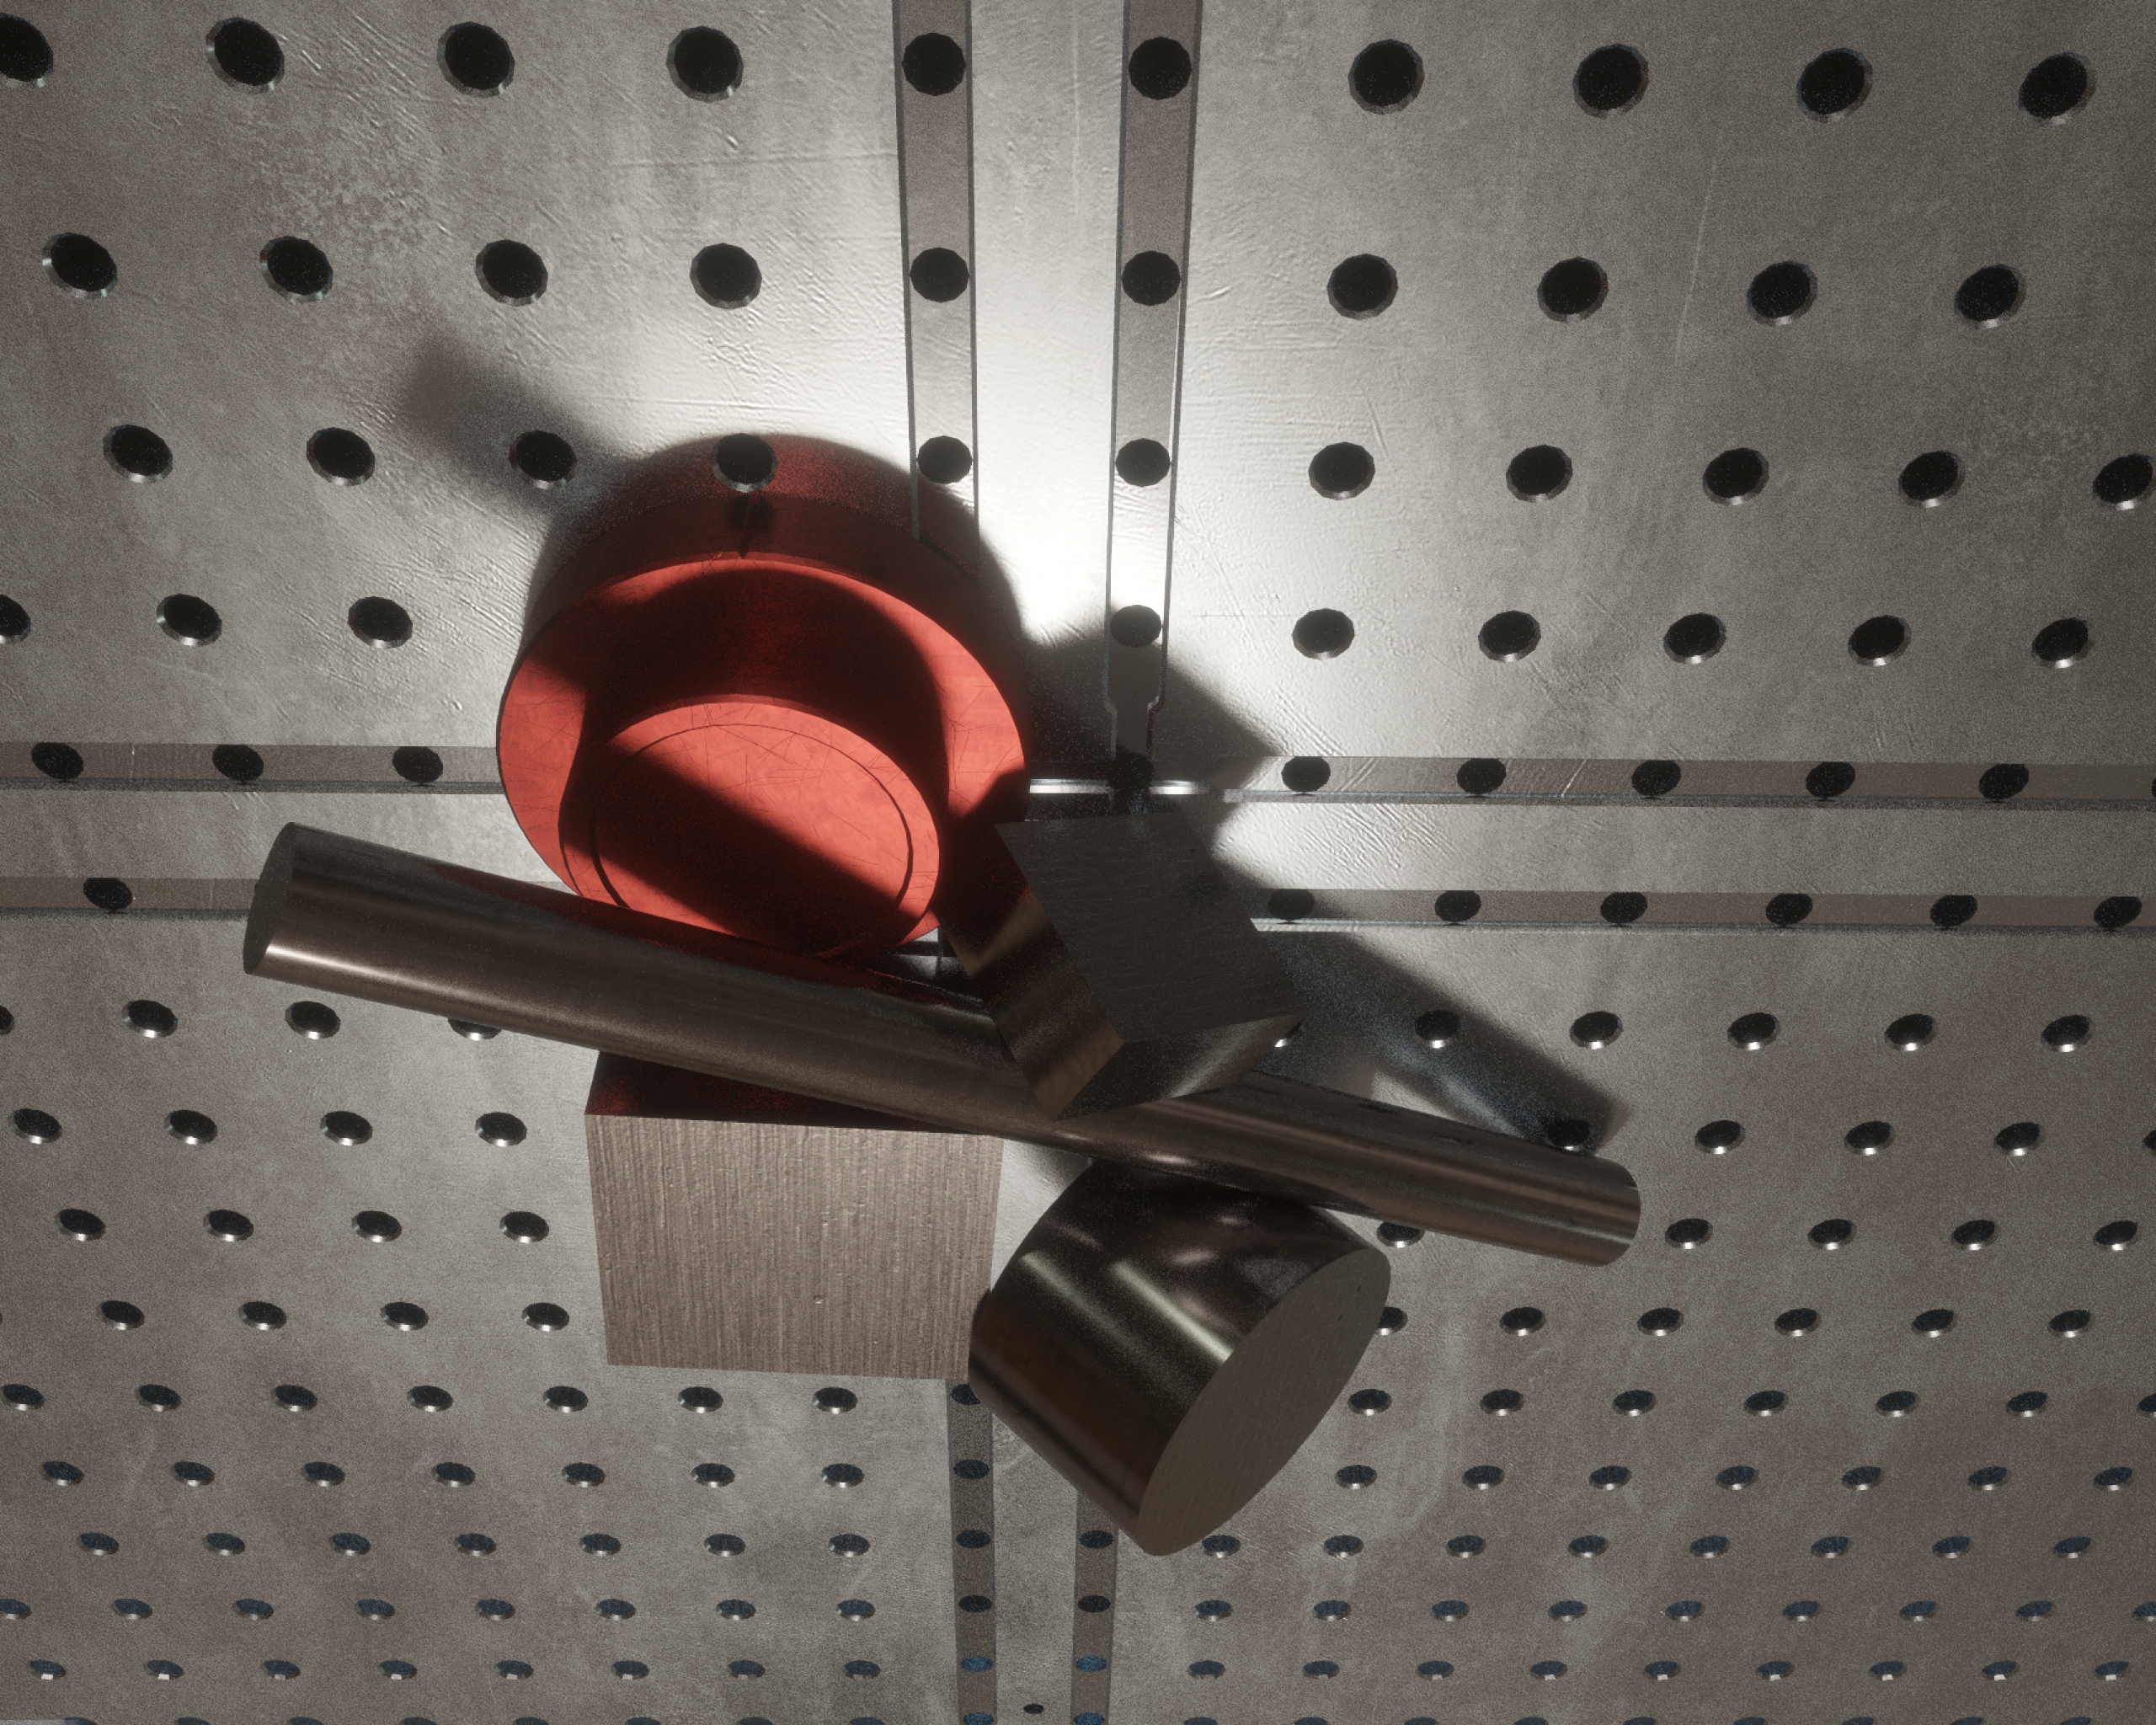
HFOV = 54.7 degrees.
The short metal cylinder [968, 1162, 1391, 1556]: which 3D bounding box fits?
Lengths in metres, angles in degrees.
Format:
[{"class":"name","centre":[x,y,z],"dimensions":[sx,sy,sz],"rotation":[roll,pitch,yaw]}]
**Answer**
[{"class":"short metal cylinder","centre":[0.023,0.102,0.454],"dimensions":[0.080,0.050,0.080],"rotation":[-36,145,-29]}]

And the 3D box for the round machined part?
[{"class":"round machined part","centre":[-0.058,-0.015,0.387],"dimensions":[0.099,0.042,0.097],"rotation":[-1,130,0]}]

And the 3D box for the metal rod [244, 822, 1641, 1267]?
[{"class":"metal rod","centre":[-0.003,0.043,0.406],"dimensions":[0.302,0.025,0.025],"rotation":[17,129,-31]}]

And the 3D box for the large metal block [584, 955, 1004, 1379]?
[{"class":"large metal block","centre":[-0.058,0.065,0.446],"dimensions":[0.081,0.050,0.079],"rotation":[4,130,-4]}]

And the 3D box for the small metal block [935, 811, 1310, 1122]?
[{"class":"small metal block","centre":[0.008,0.018,0.398],"dimensions":[0.050,0.050,0.025],"rotation":[-5,145,-44]}]
